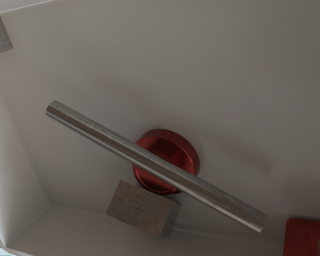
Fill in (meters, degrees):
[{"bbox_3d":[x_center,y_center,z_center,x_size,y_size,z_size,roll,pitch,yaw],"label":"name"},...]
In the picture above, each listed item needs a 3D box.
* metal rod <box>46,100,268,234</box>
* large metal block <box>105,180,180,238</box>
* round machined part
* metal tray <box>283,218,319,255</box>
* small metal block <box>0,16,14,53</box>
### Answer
[{"bbox_3d":[-0.013,0.043,0.386,0.301,0.025,0.025,28,128,11],"label":"metal rod"},{"bbox_3d":[-0.020,0.119,0.450,0.080,0.050,0.080,18,165,17],"label":"large metal block"},{"bbox_3d":[0.002,0.054,0.429,0.098,0.042,0.097,13,124,20],"label":"round machined part"},{"bbox_3d":[0.185,0.168,0.345,0.090,0.130,0.030,0,129,28],"label":"metal tray"},{"bbox_3d":[-0.252,-0.136,0.455,0.050,0.025,0.050,1,119,27],"label":"small metal block"}]
